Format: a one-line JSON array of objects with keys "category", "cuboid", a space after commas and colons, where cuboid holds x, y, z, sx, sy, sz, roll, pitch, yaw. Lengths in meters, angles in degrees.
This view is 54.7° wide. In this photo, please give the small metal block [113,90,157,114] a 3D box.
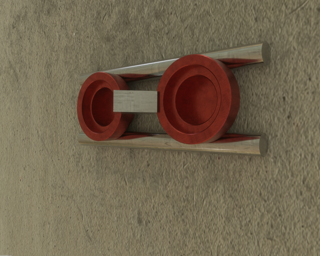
[{"category": "small metal block", "cuboid": [-0.031, -0.031, 0.382, 0.050, 0.050, 0.025, 178, 93, -83]}]

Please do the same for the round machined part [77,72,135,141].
[{"category": "round machined part", "cuboid": [-0.074, -0.030, 0.451, 0.098, 0.042, 0.097, 0, 90, 40]}]

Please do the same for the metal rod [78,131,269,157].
[{"category": "metal rod", "cuboid": [-0.009, 0.017, 0.413, 0.300, 0.025, 0.025, 0, 90, 40]}]

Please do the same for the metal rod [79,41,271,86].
[{"category": "metal rod", "cuboid": [-0.007, -0.077, 0.412, 0.300, 0.025, 0.025, 0, 90, 40]}]

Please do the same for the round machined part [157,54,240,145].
[{"category": "round machined part", "cuboid": [0.046, -0.031, 0.351, 0.098, 0.042, 0.097, 0, 90, 40]}]
